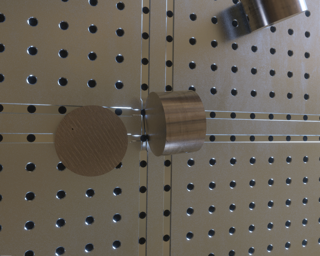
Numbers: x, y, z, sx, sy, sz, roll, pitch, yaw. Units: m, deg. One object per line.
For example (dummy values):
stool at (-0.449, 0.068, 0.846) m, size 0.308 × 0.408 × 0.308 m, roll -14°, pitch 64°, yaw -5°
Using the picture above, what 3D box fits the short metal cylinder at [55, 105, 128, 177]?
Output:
short metal cylinder at (-0.083, 0.014, 0.368) m, size 0.081 × 0.050 × 0.079 m, roll 0°, pitch 90°, yaw -20°

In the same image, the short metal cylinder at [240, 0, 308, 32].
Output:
short metal cylinder at (0.162, -0.176, 0.442) m, size 0.081 × 0.080 × 0.050 m, roll -24°, pitch 98°, yaw -18°

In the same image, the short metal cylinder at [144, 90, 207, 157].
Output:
short metal cylinder at (0.017, -0.007, 0.389) m, size 0.050 × 0.080 × 0.079 m, roll -5°, pitch 92°, yaw -20°
